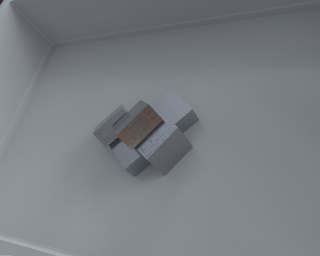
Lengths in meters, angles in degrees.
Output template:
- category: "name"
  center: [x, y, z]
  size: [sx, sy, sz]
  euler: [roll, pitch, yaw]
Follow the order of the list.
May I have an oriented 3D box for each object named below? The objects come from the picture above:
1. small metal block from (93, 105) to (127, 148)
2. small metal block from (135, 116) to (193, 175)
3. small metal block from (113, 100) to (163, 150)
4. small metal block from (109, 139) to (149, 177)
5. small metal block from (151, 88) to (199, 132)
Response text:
- category: "small metal block"
  center: [-0.062, -0.004, 0.422]
  size: [0.050, 0.025, 0.050]
  euler: [-41, 13, 0]
- category: "small metal block"
  center: [0.006, 0.022, 0.370]
  size: [0.050, 0.050, 0.025]
  euler: [-46, 51, -4]
- category: "small metal block"
  center: [-0.028, -0.005, 0.373]
  size: [0.050, 0.025, 0.050]
  euler: [-44, 18, -3]
- category: "small metal block"
  center: [-0.032, 0.026, 0.403]
  size: [0.050, 0.025, 0.050]
  euler: [-41, 51, 0]
- category: "small metal block"
  center: [0.013, -0.016, 0.405]
  size: [0.050, 0.025, 0.050]
  euler: [-41, 51, 0]
